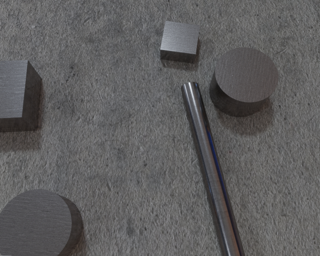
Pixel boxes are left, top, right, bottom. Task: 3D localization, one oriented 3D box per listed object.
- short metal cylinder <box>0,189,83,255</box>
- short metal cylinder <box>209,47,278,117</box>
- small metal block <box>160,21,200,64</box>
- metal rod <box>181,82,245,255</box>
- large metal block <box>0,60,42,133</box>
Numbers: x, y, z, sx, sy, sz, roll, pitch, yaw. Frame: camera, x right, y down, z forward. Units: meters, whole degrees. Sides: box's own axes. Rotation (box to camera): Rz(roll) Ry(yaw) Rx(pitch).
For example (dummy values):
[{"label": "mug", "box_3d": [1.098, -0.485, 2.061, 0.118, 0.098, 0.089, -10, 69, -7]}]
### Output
[{"label": "short metal cylinder", "box_3d": [-0.134, 0.113, 0.352, 0.081, 0.050, 0.080, 0, 70, 0]}, {"label": "short metal cylinder", "box_3d": [0.110, -0.061, 0.418, 0.081, 0.050, 0.080, 0, 70, 0]}, {"label": "small metal block", "box_3d": [0.029, -0.126, 0.454, 0.050, 0.025, 0.050, 8, 70, 3]}, {"label": "metal rod", "box_3d": [0.070, 0.080, 0.379, 0.025, 0.025, 0.299, -11, 70, -4]}, {"label": "large metal block", "box_3d": [-0.208, -0.040, 0.408, 0.081, 0.050, 0.080, -3, 70, -1]}]
